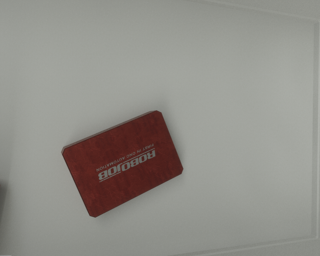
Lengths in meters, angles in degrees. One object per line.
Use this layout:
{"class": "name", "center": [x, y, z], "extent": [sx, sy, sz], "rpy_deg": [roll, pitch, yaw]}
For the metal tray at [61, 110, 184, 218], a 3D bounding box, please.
{"class": "metal tray", "center": [-0.045, 0.042, 0.392], "extent": [0.131, 0.030, 0.090], "rpy_deg": [-24, 98, -19]}
